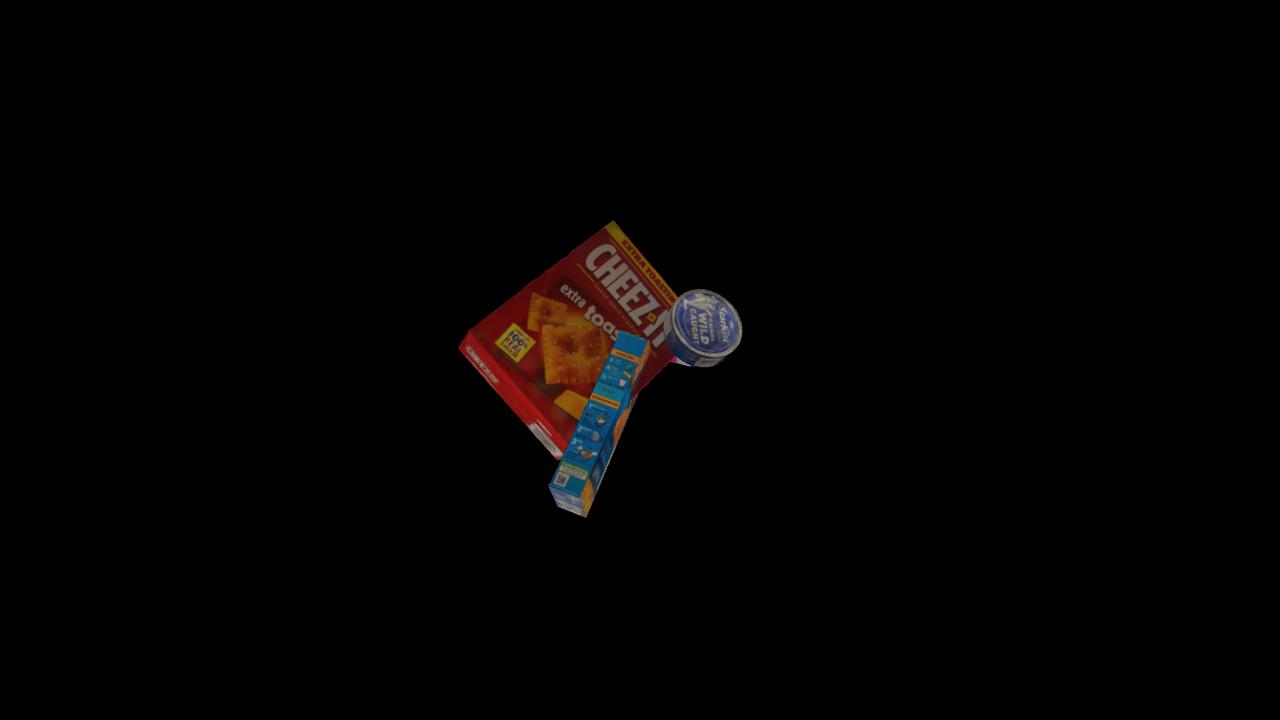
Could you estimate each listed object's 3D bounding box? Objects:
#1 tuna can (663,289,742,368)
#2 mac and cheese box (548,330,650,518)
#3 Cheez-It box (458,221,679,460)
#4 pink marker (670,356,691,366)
[{"bbox_3d":[0.069,-0.034,0.683,0.084,0.084,0.034,0,-25,-19],"label":"tuna can"},{"bbox_3d":[-0.039,0.069,0.657,0.041,0.184,0.093,20,-25,9],"label":"mac and cheese box"},{"bbox_3d":[-0.059,-0.025,0.679,0.223,0.166,0.071,-44,8,-29],"label":"Cheez-It box"},{"bbox_3d":[0.005,-0.015,0.725,0.121,0.020,0.020,13,5,20],"label":"pink marker"}]
